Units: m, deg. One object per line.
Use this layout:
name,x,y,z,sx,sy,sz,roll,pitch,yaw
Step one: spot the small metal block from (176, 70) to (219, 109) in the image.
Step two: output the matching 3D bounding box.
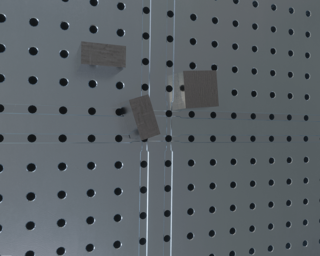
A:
small metal block,0.052,-0.053,0.431,0.050,0.025,0.050,-5,92,-20

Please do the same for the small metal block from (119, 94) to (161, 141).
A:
small metal block,-0.026,-0.013,0.389,0.025,0.050,0.050,-19,97,-19

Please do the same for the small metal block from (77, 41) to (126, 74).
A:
small metal block,-0.072,-0.083,0.373,0.050,0.050,0.025,1,90,-20
